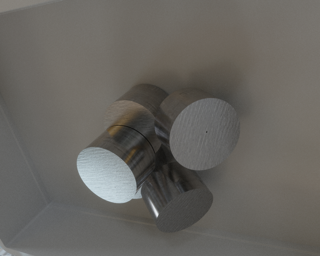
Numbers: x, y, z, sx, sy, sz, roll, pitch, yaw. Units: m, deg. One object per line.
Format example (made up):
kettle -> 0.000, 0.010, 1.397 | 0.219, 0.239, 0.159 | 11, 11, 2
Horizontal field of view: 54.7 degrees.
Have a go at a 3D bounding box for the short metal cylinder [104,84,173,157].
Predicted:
short metal cylinder -> -0.024, -0.009, 0.395 | 0.080, 0.050, 0.079 | 13, 124, 20

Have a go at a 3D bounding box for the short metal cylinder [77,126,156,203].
short metal cylinder -> -0.052, 0.044, 0.377 | 0.080, 0.050, 0.079 | 13, 124, 20

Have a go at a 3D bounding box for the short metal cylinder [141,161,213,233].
short metal cylinder -> 0.022, 0.090, 0.405 | 0.050, 0.081, 0.079 | 54, 144, 44

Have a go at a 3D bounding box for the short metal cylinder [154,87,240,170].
short metal cylinder -> 0.040, 0.000, 0.342 | 0.081, 0.050, 0.079 | -7, 111, -17

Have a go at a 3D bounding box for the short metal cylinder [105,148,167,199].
short metal cylinder -> -0.038, 0.054, 0.443 | 0.080, 0.050, 0.079 | 13, 124, 20
